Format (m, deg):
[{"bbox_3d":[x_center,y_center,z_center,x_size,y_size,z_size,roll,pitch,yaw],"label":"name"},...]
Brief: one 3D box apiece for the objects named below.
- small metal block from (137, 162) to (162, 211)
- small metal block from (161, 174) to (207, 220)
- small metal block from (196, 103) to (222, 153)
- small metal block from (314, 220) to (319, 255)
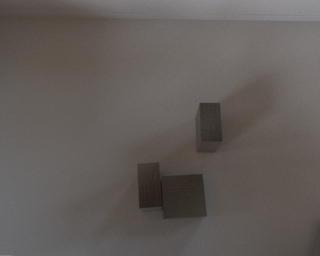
[{"bbox_3d":[-0.012,0.072,0.370,0.025,0.050,0.050,-4,70,-1],"label":"small metal block"},{"bbox_3d":[0.028,0.085,0.379,0.050,0.025,0.050,-3,70,-1],"label":"small metal block"},{"bbox_3d":[0.061,0.001,0.396,0.025,0.050,0.050,1,70,0],"label":"small metal block"},{"bbox_3d":[0.205,0.132,0.345,0.025,0.050,0.050,29,68,-18],"label":"small metal block"}]
